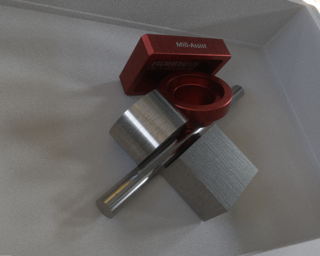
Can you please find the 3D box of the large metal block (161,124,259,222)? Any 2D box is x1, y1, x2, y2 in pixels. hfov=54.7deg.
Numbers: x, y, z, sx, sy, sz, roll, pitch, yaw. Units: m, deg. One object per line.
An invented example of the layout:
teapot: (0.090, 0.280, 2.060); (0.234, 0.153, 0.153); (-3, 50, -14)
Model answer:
large metal block: (0.062, 0.055, 0.388); (0.080, 0.050, 0.080); (48, 51, 5)

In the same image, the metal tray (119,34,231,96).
metal tray: (0.021, -0.083, 0.424); (0.131, 0.090, 0.030); (-7, 65, -32)

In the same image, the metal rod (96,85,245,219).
metal rod: (0.035, 0.012, 0.417); (0.025, 0.025, 0.302); (48, 51, 5)

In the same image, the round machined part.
round machined part: (0.046, -0.036, 0.424); (0.099, 0.042, 0.098); (3, 39, -2)

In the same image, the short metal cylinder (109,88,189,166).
short metal cylinder: (-0.012, -0.001, 0.364); (0.050, 0.080, 0.080); (48, 51, 4)
